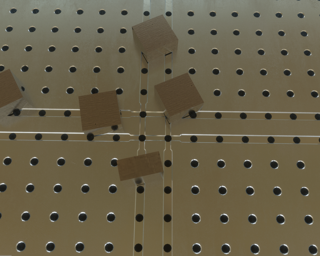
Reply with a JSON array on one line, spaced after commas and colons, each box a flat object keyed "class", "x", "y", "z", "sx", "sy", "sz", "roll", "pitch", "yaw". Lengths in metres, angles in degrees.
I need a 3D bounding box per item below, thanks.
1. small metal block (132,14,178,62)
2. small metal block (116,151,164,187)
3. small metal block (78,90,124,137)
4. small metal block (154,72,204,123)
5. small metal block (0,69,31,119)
[{"class": "small metal block", "x": -0.007, "y": -0.134, "z": 0.461, "sx": 0.050, "sy": 0.025, "sz": 0.050, "roll": -25, "pitch": 72, "yaw": -9}, {"class": "small metal block", "x": -0.023, "y": 0.052, "z": 0.379, "sx": 0.050, "sy": 0.050, "sz": 0.025, "roll": -12, "pitch": 71, "yaw": -5}, {"class": "small metal block", "x": -0.079, "y": -0.019, "z": 0.418, "sx": 0.050, "sy": 0.025, "sz": 0.050, "roll": -10, "pitch": 70, "yaw": -4}, {"class": "small metal block", "x": 0.025, "y": -0.042, "z": 0.427, "sx": 0.050, "sy": 0.025, "sz": 0.050, "roll": -23, "pitch": 72, "yaw": -9}, {"class": "small metal block", "x": -0.216, "y": -0.045, "z": 0.426, "sx": 0.050, "sy": 0.025, "sz": 0.050, "roll": -28, "pitch": 73, "yaw": -10}]
